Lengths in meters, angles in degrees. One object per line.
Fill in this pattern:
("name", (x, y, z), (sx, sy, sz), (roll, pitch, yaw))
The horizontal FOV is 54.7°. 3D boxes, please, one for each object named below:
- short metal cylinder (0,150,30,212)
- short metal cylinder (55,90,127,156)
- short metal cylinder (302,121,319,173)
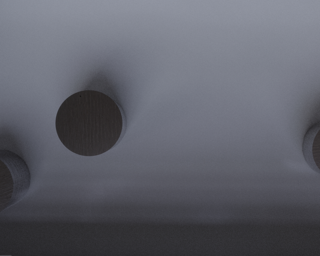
("short metal cylinder", (-0.217, 0.069, 0.396), (0.081, 0.050, 0.079), (0, 90, -1))
("short metal cylinder", (-0.086, -0.006, 0.398), (0.081, 0.050, 0.079), (0, 90, -1))
("short metal cylinder", (0.230, 0.027, 0.394), (0.080, 0.050, 0.079), (0, 90, 11))
